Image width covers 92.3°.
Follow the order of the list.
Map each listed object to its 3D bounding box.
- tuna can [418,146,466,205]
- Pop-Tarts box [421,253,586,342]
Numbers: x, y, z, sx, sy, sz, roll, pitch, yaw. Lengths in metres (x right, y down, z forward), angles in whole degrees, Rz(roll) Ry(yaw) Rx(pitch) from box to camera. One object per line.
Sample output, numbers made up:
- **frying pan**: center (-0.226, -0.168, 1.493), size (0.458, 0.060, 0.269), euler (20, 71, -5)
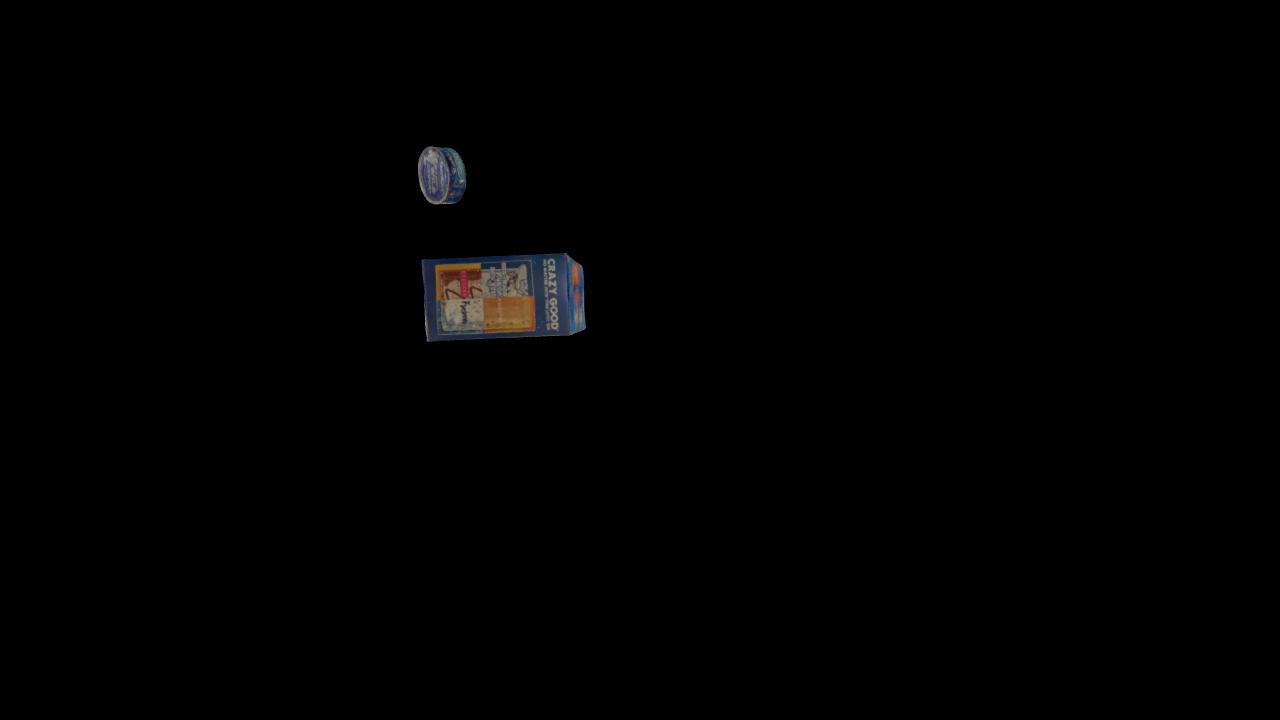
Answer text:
- **tuna can**: center (-0.299, -0.279, 0.931), size (0.084, 0.084, 0.034), euler (0, 12, 43)
- **Pop-Tarts box**: center (-0.136, -0.066, 0.664), size (0.141, 0.083, 0.167), euler (-2, 5, 0)
